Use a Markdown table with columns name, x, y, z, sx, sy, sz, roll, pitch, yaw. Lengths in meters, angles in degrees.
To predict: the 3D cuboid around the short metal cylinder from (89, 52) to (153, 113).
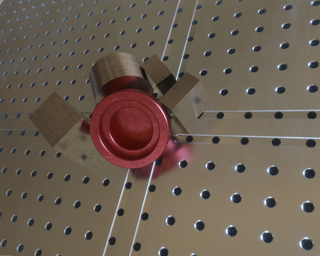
| name | x | y | z | sx | sy | sz | roll | pitch | yaw |
| --- | --- | --- | --- | --- | --- | --- | --- | --- | --- |
| short metal cylinder | -0.055 | -0.058 | 0.436 | 0.080 | 0.080 | 0.050 | -29 | 52 | 9 |

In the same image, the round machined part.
| name | x | y | z | sx | sy | sz | roll | pitch | yaw |
| --- | --- | --- | --- | --- | --- | --- | --- | --- | --- |
| round machined part | -0.034 | -0.001 | 0.393 | 0.098 | 0.042 | 0.097 | 2 | 104 | 10 |

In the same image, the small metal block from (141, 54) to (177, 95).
| name | x | y | z | sx | sy | sz | roll | pitch | yaw |
| --- | --- | --- | --- | --- | --- | --- | --- | --- | --- |
| small metal block | 0.005 | -0.067 | 0.429 | 0.025 | 0.050 | 0.050 | -37 | 51 | 4 |

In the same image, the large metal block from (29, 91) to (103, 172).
| name | x | y | z | sx | sy | sz | roll | pitch | yaw |
| --- | --- | --- | --- | --- | --- | --- | --- | --- | --- |
| large metal block | -0.121 | 0.005 | 0.431 | 0.050 | 0.080 | 0.080 | -48 | 52 | -5 |

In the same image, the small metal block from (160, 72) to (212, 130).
| name | x | y | z | sx | sy | sz | roll | pitch | yaw |
| --- | --- | --- | --- | --- | --- | --- | --- | --- | --- |
| small metal block | 0.034 | -0.034 | 0.394 | 0.050 | 0.050 | 0.025 | -47 | 52 | -5 |
